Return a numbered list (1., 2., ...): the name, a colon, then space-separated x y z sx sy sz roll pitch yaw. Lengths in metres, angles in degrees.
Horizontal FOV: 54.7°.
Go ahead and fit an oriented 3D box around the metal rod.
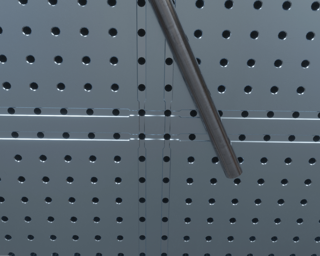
1. metal rod: 0.042 -0.063 0.390 0.025 0.025 0.299 -24 109 8
